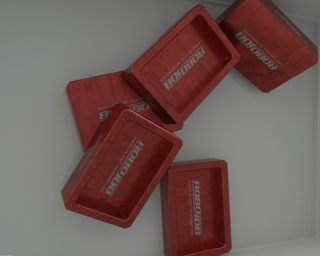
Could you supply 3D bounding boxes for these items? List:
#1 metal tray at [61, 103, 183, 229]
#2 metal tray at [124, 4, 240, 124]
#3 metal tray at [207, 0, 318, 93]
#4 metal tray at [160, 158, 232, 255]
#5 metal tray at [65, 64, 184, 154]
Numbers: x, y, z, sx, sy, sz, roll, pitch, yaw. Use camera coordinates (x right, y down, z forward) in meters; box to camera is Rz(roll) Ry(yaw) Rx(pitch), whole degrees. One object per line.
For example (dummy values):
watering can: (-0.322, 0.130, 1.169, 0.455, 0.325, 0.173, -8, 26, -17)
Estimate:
metal tray: (-0.044, 0.047, 0.367, 0.090, 0.030, 0.130, 30, 93, -31)
metal tray: (0.031, -0.079, 0.388, 0.130, 0.030, 0.090, -47, 107, -17)
metal tray: (0.138, -0.115, 0.426, 0.130, 0.090, 0.030, 36, 48, -17)
metal tray: (0.050, 0.111, 0.427, 0.091, 0.030, 0.129, -4, 91, -20)
metal tray: (-0.043, -0.026, 0.393, 0.131, 0.030, 0.089, -16, 96, -20)
